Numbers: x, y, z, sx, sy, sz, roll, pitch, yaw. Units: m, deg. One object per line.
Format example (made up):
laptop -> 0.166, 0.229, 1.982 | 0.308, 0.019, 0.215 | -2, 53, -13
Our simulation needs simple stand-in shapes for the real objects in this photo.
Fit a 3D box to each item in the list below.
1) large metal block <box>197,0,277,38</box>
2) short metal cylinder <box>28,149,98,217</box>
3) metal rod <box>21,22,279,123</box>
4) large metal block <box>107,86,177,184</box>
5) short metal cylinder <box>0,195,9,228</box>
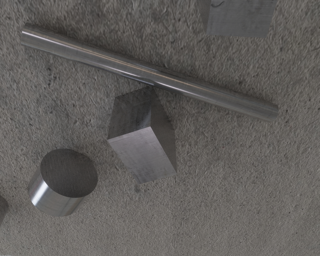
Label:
large metal block -> 0.065, -0.132, 0.260 | 0.050, 0.080, 0.079 | 2, 130, -2
short metal cylinder -> -0.135, 0.076, 0.434 | 0.080, 0.080, 0.050 | 26, 125, -21
metal rod -> 0.001, -0.058, 0.357 | 0.302, 0.025, 0.025 | 16, 128, -13
large metal block -> -0.018, 0.008, 0.378 | 0.050, 0.080, 0.080 | -17, 128, 14
short metal cylinder -> -0.301, 0.144, 0.511 | 0.081, 0.050, 0.079 | 0, 130, 0
